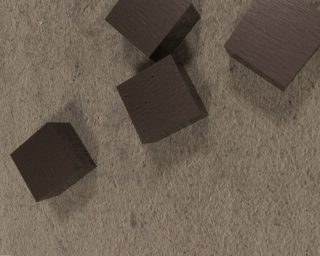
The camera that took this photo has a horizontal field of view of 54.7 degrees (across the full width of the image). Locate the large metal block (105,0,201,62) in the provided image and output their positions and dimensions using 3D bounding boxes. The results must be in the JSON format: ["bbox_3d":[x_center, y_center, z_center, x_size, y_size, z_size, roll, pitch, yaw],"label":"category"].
[{"bbox_3d":[-0.008,-0.141,0.398,0.080,0.050,0.080,43,103,14],"label":"large metal block"}]

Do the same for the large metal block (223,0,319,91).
[{"bbox_3d":[0.132,-0.099,0.349,0.080,0.050,0.080,39,102,15],"label":"large metal block"}]

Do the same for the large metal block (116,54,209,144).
[{"bbox_3d":[0.004,-0.034,0.393,0.080,0.050,0.080,-28,81,17],"label":"large metal block"}]

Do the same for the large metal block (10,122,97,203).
[{"bbox_3d":[-0.153,0.047,0.448,0.080,0.050,0.080,-37,79,16],"label":"large metal block"}]
